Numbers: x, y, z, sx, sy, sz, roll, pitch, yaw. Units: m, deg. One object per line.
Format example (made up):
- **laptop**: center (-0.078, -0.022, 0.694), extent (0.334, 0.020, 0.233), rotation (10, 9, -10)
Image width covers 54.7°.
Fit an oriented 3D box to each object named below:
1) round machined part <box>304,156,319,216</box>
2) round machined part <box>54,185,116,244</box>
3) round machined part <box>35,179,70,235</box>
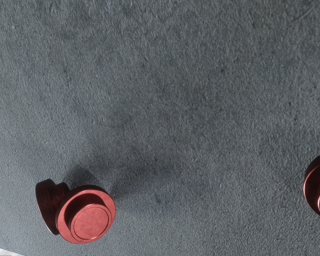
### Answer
- **round machined part**: center (0.207, 0.072, 0.331), extent (0.098, 0.042, 0.097), rotation (13, 124, 21)
- **round machined part**: center (-0.119, 0.147, 0.510), extent (0.042, 0.099, 0.097), rotation (26, 137, 57)
- **round machined part**: center (-0.180, 0.135, 0.552), extent (0.042, 0.098, 0.097), rotation (-22, 114, -9)
